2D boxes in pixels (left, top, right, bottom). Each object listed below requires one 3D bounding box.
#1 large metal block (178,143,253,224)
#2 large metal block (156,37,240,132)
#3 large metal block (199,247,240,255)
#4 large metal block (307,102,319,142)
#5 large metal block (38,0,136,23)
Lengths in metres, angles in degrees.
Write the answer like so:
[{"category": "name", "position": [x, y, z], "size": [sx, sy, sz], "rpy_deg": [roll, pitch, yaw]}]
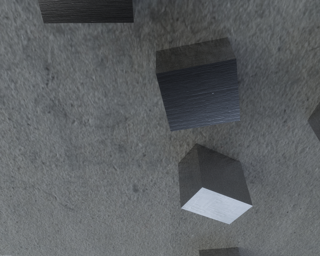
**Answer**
[{"category": "large metal block", "position": [0.075, 0.079, 0.439], "size": [0.080, 0.080, 0.050], "rpy_deg": [23, 126, -19]}, {"category": "large metal block", "position": [0.043, -0.048, 0.351], "size": [0.080, 0.050, 0.080], "rpy_deg": [-10, 130, 7]}, {"category": "large metal block", "position": [0.126, 0.294, 0.644], "size": [0.080, 0.050, 0.080], "rpy_deg": [-6, 130, 4]}, {"category": "large metal block", "position": [0.232, -0.010, 0.366], "size": [0.050, 0.080, 0.079], "rpy_deg": [8, 130, -7]}, {"category": "large metal block", "position": [-0.064, -0.140, 0.270], "size": [0.081, 0.050, 0.079], "rpy_deg": [-1, 130, 0]}]
